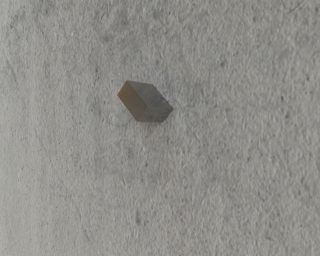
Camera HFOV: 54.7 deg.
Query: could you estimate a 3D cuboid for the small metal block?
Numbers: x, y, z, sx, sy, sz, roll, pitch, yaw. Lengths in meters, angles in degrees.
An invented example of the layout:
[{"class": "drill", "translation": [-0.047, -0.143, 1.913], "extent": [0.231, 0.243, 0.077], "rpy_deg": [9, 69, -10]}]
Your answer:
[{"class": "small metal block", "translation": [-0.019, -0.034, 0.402], "extent": [0.050, 0.050, 0.025], "rpy_deg": [52, 120, 27]}]
